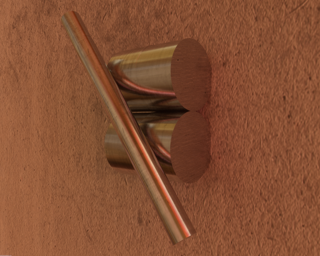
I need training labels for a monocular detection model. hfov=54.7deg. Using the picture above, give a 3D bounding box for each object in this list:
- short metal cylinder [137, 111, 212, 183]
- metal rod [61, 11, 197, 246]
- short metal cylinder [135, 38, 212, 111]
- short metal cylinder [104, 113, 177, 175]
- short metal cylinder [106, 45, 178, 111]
[{"bbox_3d":[0.017,0.021,0.357,0.050,0.081,0.079,1,91,40],"label":"short metal cylinder"},{"bbox_3d":[-0.046,-0.019,0.340,0.025,0.025,0.299,-44,64,31],"label":"metal rod"},{"bbox_3d":[0.017,-0.059,0.357,0.050,0.081,0.079,1,91,40],"label":"short metal cylinder"},{"bbox_3d":[-0.022,0.021,0.389,0.050,0.081,0.079,1,91,40],"label":"short metal cylinder"},{"bbox_3d":[-0.021,-0.060,0.389,0.050,0.081,0.079,1,91,40],"label":"short metal cylinder"}]
